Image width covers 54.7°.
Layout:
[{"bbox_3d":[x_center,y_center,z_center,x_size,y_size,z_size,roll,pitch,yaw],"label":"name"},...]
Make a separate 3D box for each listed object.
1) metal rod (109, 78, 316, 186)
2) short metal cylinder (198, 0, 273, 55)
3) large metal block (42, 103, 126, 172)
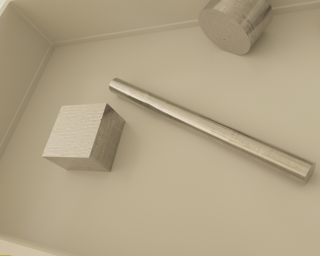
[{"bbox_3d":[0.039,-0.010,0.390,0.300,0.025,0.025,27,77,37],"label":"metal rod"},{"bbox_3d":[0.098,-0.143,0.406,0.080,0.080,0.050,32,80,37],"label":"short metal cylinder"},{"bbox_3d":[-0.105,0.014,0.434,0.080,0.050,0.080,-1,61,27],"label":"large metal block"}]
